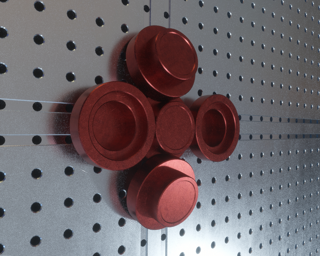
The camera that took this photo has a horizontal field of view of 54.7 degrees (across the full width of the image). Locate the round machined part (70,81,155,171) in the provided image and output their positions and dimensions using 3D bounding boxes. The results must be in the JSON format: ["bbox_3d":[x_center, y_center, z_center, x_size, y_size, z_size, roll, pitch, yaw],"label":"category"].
[{"bbox_3d":[-0.056,-0.002,0.352,0.099,0.042,0.097,0,90,-40],"label":"round machined part"}]

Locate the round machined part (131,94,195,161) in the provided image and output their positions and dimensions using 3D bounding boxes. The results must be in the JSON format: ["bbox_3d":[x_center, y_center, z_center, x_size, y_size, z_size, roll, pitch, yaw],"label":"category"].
[{"bbox_3d":[0.008,-0.001,0.405,0.099,0.042,0.097,0,90,-40],"label":"round machined part"}]

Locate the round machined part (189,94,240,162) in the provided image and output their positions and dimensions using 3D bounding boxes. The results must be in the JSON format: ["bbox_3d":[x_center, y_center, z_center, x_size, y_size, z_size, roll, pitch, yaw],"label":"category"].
[{"bbox_3d":[0.072,0.000,0.460,0.099,0.042,0.097,0,90,-40],"label":"round machined part"}]

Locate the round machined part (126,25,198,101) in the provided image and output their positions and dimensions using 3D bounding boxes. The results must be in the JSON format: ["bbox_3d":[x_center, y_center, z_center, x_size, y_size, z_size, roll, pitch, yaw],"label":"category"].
[{"bbox_3d":[0.010,-0.086,0.393,0.099,0.042,0.098,13,68,-35],"label":"round machined part"}]

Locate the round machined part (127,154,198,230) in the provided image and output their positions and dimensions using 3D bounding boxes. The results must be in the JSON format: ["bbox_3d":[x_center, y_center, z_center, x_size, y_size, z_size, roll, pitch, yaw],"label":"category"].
[{"bbox_3d":[0.010,0.086,0.394,0.099,0.042,0.097,-15,114,-36],"label":"round machined part"}]
